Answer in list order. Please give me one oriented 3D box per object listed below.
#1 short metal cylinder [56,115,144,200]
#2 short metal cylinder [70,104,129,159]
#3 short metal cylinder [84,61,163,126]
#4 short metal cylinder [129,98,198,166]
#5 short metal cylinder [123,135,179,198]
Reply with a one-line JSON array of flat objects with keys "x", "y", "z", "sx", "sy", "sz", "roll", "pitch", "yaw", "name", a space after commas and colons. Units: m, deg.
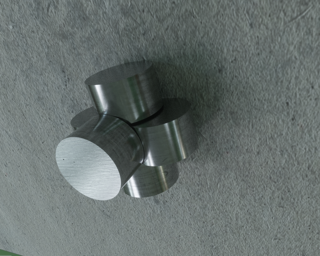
[{"x": -0.065, "y": 0.032, "z": 0.341, "sx": 0.080, "sy": 0.050, "sz": 0.079, "roll": 13, "pitch": 124, "yaw": 20, "name": "short metal cylinder"}, {"x": -0.070, "y": 0.003, "z": 0.410, "sx": 0.080, "sy": 0.080, "sz": 0.050, "roll": -1, "pitch": 118, "yaw": 28, "name": "short metal cylinder"}, {"x": -0.042, "y": -0.043, "z": 0.367, "sx": 0.080, "sy": 0.080, "sz": 0.050, "roll": -2, "pitch": 118, "yaw": 28, "name": "short metal cylinder"}, {"x": 0.002, "y": 0.002, "z": 0.372, "sx": 0.080, "sy": 0.080, "sz": 0.050, "roll": 0, "pitch": 118, "yaw": 28, "name": "short metal cylinder"}, {"x": -0.019, "y": 0.046, "z": 0.410, "sx": 0.080, "sy": 0.080, "sz": 0.050, "roll": 0, "pitch": 118, "yaw": 28, "name": "short metal cylinder"}]
